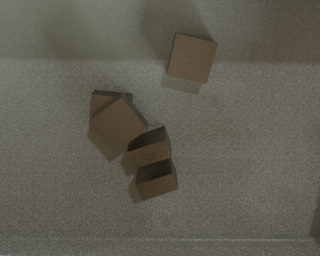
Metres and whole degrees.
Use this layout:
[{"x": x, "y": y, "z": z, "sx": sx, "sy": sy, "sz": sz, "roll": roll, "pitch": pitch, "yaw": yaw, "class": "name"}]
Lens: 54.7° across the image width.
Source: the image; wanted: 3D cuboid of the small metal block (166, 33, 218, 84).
[{"x": 0.038, "y": -0.086, "z": 0.380, "sx": 0.050, "sy": 0.025, "sz": 0.050, "roll": 12, "pitch": 110, "yaw": -5, "class": "small metal block"}]

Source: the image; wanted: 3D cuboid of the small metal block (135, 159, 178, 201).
[{"x": -0.004, "y": 0.068, "z": 0.423, "sx": 0.050, "sy": 0.050, "sz": 0.025, "roll": -19, "pitch": 109, "yaw": 6, "class": "small metal block"}]

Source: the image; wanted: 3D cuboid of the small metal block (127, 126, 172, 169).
[{"x": -0.013, "y": 0.024, "z": 0.407, "sx": 0.050, "sy": 0.050, "sz": 0.025, "roll": -18, "pitch": 109, "yaw": 6, "class": "small metal block"}]

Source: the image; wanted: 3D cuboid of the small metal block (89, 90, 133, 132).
[{"x": -0.063, "y": -0.020, "z": 0.403, "sx": 0.050, "sy": 0.025, "sz": 0.050, "roll": 6, "pitch": 110, "yaw": -3, "class": "small metal block"}]

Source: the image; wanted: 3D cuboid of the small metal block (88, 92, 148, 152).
[{"x": -0.050, "y": -0.007, "z": 0.381, "sx": 0.050, "sy": 0.025, "sz": 0.050, "roll": -35, "pitch": 107, "yaw": 11, "class": "small metal block"}]
